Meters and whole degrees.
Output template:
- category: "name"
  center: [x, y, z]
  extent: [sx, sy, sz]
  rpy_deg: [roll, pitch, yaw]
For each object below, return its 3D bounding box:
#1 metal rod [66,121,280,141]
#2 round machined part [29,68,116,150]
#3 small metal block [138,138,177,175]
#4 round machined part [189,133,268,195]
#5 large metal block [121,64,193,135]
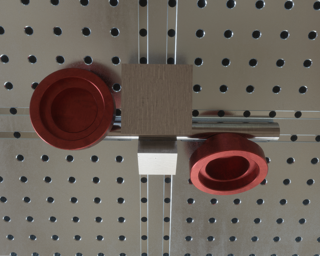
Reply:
- category: "metal rod"
  center: [0.006, 0.003, 0.415]
  extent: [0.302, 0.025, 0.025]
  rpy_deg: [0, 110, -1]
- category: "round machined part"
  center: [-0.103, -0.021, 0.382]
  extent: [0.099, 0.042, 0.097]
  rpy_deg: [0, 84, -1]
- category: "small metal block"
  center: [-0.003, 0.039, 0.417]
  extent: [0.050, 0.025, 0.050]
  rpy_deg: [1, 139, -1]
- category: "round machined part"
  center: [0.087, 0.044, 0.408]
  extent: [0.099, 0.042, 0.097]
  rpy_deg: [0, 136, 0]
- category: "large metal block"
  center: [-0.004, -0.033, 0.376]
  extent: [0.081, 0.050, 0.079]
  rpy_deg: [1, 92, -1]
